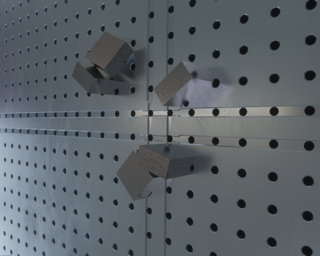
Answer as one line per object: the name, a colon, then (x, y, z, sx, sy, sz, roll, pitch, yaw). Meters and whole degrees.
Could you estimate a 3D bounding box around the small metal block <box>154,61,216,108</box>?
small metal block: (0.030, -0.050, 0.369, 0.050, 0.050, 0.025, -42, 65, 32)

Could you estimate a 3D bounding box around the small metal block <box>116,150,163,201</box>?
small metal block: (-0.028, 0.065, 0.434, 0.050, 0.025, 0.050, 52, 121, 27)

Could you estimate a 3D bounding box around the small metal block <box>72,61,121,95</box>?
small metal block: (-0.097, -0.076, 0.475, 0.050, 0.050, 0.025, 43, 117, 32)

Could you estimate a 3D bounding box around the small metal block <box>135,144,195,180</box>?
small metal block: (0.007, 0.040, 0.389, 0.050, 0.050, 0.025, 22, 104, 38)

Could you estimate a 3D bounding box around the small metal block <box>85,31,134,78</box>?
small metal block: (-0.075, -0.110, 0.461, 0.050, 0.025, 0.050, 35, 86, 34)
